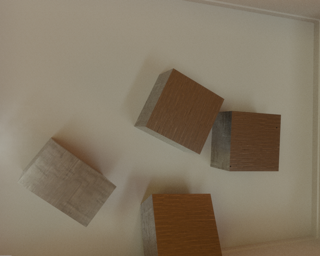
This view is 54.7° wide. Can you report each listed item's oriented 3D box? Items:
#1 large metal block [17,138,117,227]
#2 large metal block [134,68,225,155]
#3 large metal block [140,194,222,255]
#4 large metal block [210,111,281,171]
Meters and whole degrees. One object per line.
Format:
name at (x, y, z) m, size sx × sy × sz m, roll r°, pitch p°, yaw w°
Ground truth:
large metal block at (-0.103, 0.056, 0.344) m, size 0.080 × 0.080 × 0.050 m, roll 40°, pitch 77°, yaw -16°
large metal block at (0.025, -0.020, 0.407) m, size 0.080 × 0.050 × 0.080 m, roll 28°, pitch 81°, yaw -18°
large metal block at (0.024, 0.129, 0.390) m, size 0.081 × 0.050 × 0.080 m, roll 4°, pitch 60°, yaw -20°
large metal block at (0.122, 0.019, 0.444) m, size 0.081 × 0.050 × 0.079 m, roll 3°, pitch 89°, yaw -20°
